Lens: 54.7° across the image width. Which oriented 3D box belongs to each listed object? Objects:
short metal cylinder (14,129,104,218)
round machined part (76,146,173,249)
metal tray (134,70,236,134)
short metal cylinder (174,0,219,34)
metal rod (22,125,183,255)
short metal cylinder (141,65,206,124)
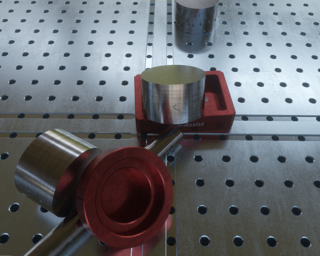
[{"bbox_3d":[-0.104,0.047,0.331,0.050,0.080,0.080,25,54,19],"label":"short metal cylinder"},{"bbox_3d":[-0.038,0.067,0.317,0.098,0.098,0.042,-41,20,-29],"label":"round machined part"},{"bbox_3d":[0.031,-0.038,0.436,0.131,0.030,0.090,-3,50,-3],"label":"metal tray"},{"bbox_3d":[0.066,-0.219,0.576,0.081,0.050,0.080,0,50,0],"label":"short metal cylinder"},{"bbox_3d":[-0.079,0.093,0.328,0.025,0.025,0.302,34,58,25],"label":"metal rod"},{"bbox_3d":[0.017,-0.045,0.395,0.080,0.050,0.080,-1,27,1],"label":"short metal cylinder"}]
